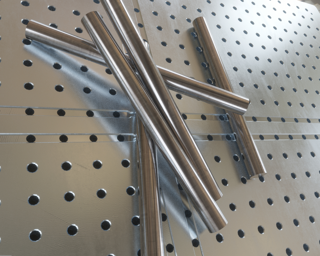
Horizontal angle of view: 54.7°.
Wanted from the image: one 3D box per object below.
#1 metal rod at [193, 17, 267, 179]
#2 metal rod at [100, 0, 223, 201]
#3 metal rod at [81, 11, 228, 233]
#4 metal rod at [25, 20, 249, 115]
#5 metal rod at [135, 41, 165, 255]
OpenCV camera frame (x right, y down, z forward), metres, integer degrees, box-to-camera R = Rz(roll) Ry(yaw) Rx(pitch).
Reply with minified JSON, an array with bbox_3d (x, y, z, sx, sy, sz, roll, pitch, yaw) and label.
[{"bbox_3d":[0.107,-0.063,0.506,0.025,0.025,0.299,0,62,-29],"label":"metal rod"},{"bbox_3d":[0.000,-0.043,0.388,0.025,0.025,0.299,-29,93,-38],"label":"metal rod"},{"bbox_3d":[-0.009,-0.010,0.375,0.025,0.025,0.299,-29,85,-38],"label":"metal rod"},{"bbox_3d":[-0.025,-0.078,0.412,0.302,0.025,0.025,19,54,-6],"label":"metal rod"},{"bbox_3d":[-0.018,0.007,0.395,0.025,0.025,0.299,10,58,-24],"label":"metal rod"}]
